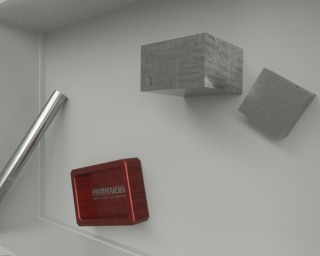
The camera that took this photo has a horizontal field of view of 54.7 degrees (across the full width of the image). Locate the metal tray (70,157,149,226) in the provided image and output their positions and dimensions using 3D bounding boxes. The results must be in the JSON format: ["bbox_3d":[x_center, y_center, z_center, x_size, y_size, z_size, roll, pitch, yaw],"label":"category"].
[{"bbox_3d":[-0.080,0.099,0.466,0.130,0.030,0.090,-15,80,38],"label":"metal tray"}]

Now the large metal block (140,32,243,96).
[{"bbox_3d":[0.036,-0.064,0.340,0.080,0.081,0.050,1,91,39],"label":"large metal block"}]

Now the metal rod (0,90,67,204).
[{"bbox_3d":[-0.248,0.068,0.523,0.025,0.025,0.300,20,76,38],"label":"metal rod"}]

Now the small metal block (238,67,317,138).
[{"bbox_3d":[0.116,-0.025,0.310,0.050,0.025,0.050,41,115,32],"label":"small metal block"}]
